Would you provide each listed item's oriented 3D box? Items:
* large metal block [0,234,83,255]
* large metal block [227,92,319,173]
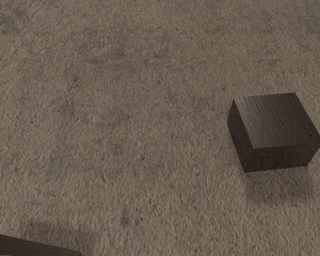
[{"bbox_3d":[-0.116,0.145,0.263,0.080,0.050,0.080,9,51,7],"label":"large metal block"},{"bbox_3d":[0.137,0.004,0.385,0.081,0.050,0.080,-5,50,-5],"label":"large metal block"}]
